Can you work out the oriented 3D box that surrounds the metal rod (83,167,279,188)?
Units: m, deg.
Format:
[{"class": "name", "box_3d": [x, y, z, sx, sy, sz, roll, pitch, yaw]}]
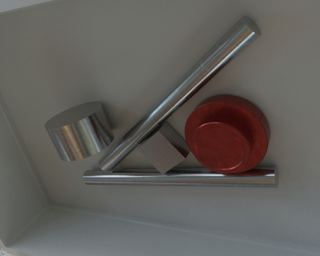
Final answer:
[{"class": "metal rod", "box_3d": [0.010, 0.071, 0.444, 0.300, 0.025, 0.025, -5, 116, 30]}]

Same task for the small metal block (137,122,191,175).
[{"class": "small metal block", "box_3d": [0.006, 0.028, 0.419, 0.050, 0.025, 0.050, 46, 129, -4]}]

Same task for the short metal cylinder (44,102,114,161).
[{"class": "short metal cylinder", "box_3d": [-0.110, 0.003, 0.430, 0.080, 0.080, 0.050, -5, 116, 30]}]

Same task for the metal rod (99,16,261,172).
[{"class": "metal rod", "box_3d": [0.002, -0.021, 0.391, 0.025, 0.025, 0.299, 45, 129, -4]}]

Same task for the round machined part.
[{"class": "round machined part", "box_3d": [0.075, 0.014, 0.362, 0.098, 0.042, 0.097, 13, 124, 20]}]
